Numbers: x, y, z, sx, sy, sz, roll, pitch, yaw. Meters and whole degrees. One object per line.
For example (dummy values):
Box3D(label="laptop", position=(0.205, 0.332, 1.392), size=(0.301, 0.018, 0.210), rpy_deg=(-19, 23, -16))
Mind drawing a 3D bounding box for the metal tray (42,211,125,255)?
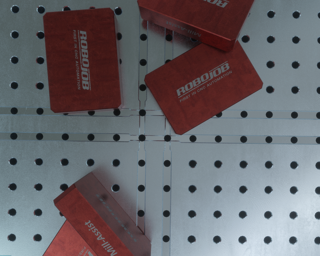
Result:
Box3D(label="metal tray", position=(-0.109, 0.183, 0.404), size=(0.090, 0.030, 0.130), rpy_deg=(34, 94, 0))

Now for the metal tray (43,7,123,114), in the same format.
Box3D(label="metal tray", position=(-0.100, -0.087, 0.410), size=(0.091, 0.030, 0.129), rpy_deg=(-5, 90, -1))

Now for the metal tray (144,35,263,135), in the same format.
Box3D(label="metal tray", position=(0.056, -0.059, 0.412), size=(0.130, 0.030, 0.090), rpy_deg=(-30, 90, -1))

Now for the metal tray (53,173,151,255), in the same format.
Box3D(label="metal tray", position=(-0.064, 0.119, 0.380), size=(0.030, 0.090, 0.130), rpy_deg=(-40, 91, 0))

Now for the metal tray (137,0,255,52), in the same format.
Box3D(label="metal tray", position=(0.049, -0.163, 0.393), size=(0.130, 0.030, 0.090), rpy_deg=(24, 79, 9))
